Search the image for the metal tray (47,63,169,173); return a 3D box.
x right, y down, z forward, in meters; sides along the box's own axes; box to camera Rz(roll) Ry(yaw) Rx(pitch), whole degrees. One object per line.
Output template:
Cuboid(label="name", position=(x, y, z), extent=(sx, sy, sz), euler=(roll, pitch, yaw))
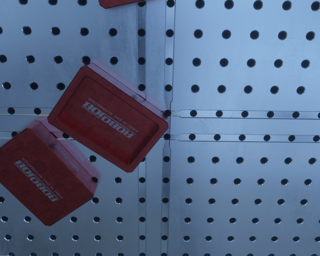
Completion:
Cuboid(label="metal tray", position=(-0.065, -0.011, 0.405), extent=(0.130, 0.030, 0.090), euler=(35, 106, -13))

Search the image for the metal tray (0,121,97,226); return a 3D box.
Cuboid(label="metal tray", position=(-0.164, 0.066, 0.433), extent=(0.090, 0.030, 0.130), euler=(-35, 107, 11))

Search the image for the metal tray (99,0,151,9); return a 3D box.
Cuboid(label="metal tray", position=(-0.035, -0.204, 0.334), extent=(0.090, 0.030, 0.129), euler=(-11, 110, 3))
